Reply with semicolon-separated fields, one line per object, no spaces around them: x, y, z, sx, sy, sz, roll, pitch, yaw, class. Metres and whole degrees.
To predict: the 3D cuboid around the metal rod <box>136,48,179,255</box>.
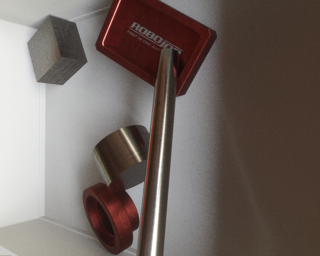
-0.003;0.050;0.315;0.025;0.025;0.299;-13;62;39;metal rod

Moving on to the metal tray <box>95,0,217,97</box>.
-0.008;-0.107;0.383;0.130;0.030;0.089;34;112;14;metal tray

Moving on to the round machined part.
-0.065;0.121;0.433;0.098;0.042;0.097;30;131;42;round machined part

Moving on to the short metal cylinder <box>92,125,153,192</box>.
-0.041;0.040;0.403;0.080;0.081;0.050;-46;63;30;short metal cylinder

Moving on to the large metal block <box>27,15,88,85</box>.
-0.179;-0.131;0.535;0.080;0.050;0.080;-30;71;35;large metal block
